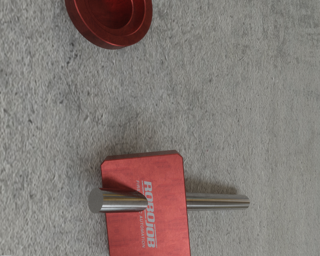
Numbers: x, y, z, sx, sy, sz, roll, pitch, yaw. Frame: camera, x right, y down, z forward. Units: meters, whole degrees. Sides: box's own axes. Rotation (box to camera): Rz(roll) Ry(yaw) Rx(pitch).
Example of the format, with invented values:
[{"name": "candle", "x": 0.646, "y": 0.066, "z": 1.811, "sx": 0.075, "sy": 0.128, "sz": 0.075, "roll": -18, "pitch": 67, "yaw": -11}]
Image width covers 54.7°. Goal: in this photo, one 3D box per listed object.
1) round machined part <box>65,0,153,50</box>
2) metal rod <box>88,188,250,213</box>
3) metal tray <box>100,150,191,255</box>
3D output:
[{"name": "round machined part", "x": -0.059, "y": -0.136, "z": 0.343, "sx": 0.099, "sy": 0.042, "sz": 0.097, "roll": 0, "pitch": 90, "yaw": -40}, {"name": "metal rod", "x": 0.038, "y": 0.098, "z": 0.414, "sx": 0.302, "sy": 0.025, "sz": 0.025, "roll": 15, "pitch": 81, "yaw": -46}, {"name": "metal tray", "x": -0.015, "y": 0.095, "z": 0.357, "sx": 0.091, "sy": 0.030, "sz": 0.129, "roll": -5, "pitch": 94, "yaw": -3}]
